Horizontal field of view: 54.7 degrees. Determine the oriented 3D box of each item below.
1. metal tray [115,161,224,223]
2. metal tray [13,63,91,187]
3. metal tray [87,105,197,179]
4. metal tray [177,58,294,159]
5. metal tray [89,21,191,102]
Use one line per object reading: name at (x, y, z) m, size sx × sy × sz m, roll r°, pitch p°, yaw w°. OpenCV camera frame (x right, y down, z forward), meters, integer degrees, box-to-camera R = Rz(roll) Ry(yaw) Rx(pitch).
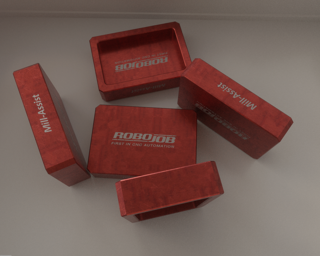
metal tray at (0.008, 0.072, 0.325) m, size 0.091 × 0.130 × 0.030 m, roll -12°, pitch 71°, yaw -5°
metal tray at (-0.127, -0.001, 0.372) m, size 0.030 × 0.090 × 0.130 m, roll -23°, pitch 72°, yaw -9°
metal tray at (-0.020, 0.020, 0.396) m, size 0.131 × 0.030 × 0.090 m, roll 3°, pitch 70°, yaw 1°
metal tray at (0.084, -0.020, 0.381) m, size 0.130 × 0.090 × 0.030 m, roll 36°, pitch 75°, yaw 12°
metal tray at (-0.026, -0.095, 0.440) m, size 0.131 × 0.030 × 0.090 m, roll -12°, pitch 71°, yaw -5°
